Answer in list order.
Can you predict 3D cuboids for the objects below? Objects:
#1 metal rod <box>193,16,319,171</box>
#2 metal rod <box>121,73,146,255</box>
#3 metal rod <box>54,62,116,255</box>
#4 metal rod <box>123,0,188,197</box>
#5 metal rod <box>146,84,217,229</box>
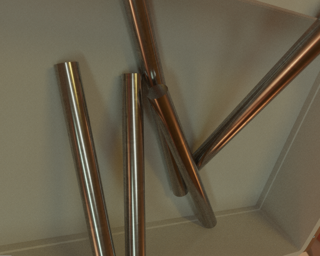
[{"bbox_3d":[0.107,-0.024,0.372,0.025,0.025,0.298,0,145,-29],"label":"metal rod"},{"bbox_3d":[-0.030,0.087,0.367,0.025,0.025,0.298,-3,94,-28],"label":"metal rod"},{"bbox_3d":[-0.073,0.079,0.341,0.025,0.025,0.298,-13,99,-22],"label":"metal rod"},{"bbox_3d":[0.003,-0.017,0.401,0.025,0.025,0.298,-25,128,-14],"label":"metal rod"},{"bbox_3d":[0.042,0.062,0.441,0.025,0.025,0.299,-31,132,-8],"label":"metal rod"}]
